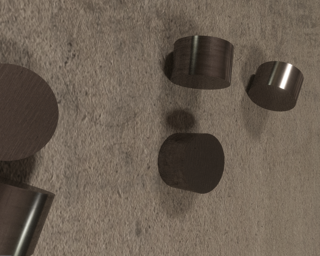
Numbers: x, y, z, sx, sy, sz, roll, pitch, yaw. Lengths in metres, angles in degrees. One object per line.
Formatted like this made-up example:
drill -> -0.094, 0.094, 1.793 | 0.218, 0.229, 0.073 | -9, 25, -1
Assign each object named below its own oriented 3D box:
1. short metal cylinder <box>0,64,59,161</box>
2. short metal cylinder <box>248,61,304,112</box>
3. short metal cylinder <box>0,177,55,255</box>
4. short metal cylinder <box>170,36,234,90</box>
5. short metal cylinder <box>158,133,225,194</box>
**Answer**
short metal cylinder -> -0.139, -0.013, 0.273 | 0.081, 0.050, 0.079 | 0, 90, -40
short metal cylinder -> 0.203, -0.072, 0.542 | 0.080, 0.080, 0.050 | 39, 66, -34
short metal cylinder -> -0.136, 0.068, 0.256 | 0.080, 0.080, 0.050 | 27, 73, -37
short metal cylinder -> 0.057, -0.085, 0.419 | 0.081, 0.080, 0.050 | 10, 84, -40
short metal cylinder -> 0.044, 0.047, 0.428 | 0.081, 0.050, 0.079 | 0, 90, -40
